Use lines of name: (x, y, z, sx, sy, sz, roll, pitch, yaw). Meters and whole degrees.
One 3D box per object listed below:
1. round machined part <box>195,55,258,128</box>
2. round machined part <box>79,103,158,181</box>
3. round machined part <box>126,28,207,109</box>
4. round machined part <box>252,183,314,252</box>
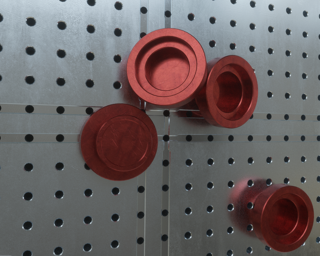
round machined part: (0.087, -0.050, 0.429, 0.099, 0.042, 0.097, -4, 97, -34)
round machined part: (-0.048, 0.018, 0.387, 0.099, 0.042, 0.097, 0, 90, -21)
round machined part: (0.011, -0.072, 0.393, 0.098, 0.042, 0.097, -2, 82, 12)
round machined part: (0.181, 0.133, 0.473, 0.099, 0.042, 0.097, 0, 90, -21)
